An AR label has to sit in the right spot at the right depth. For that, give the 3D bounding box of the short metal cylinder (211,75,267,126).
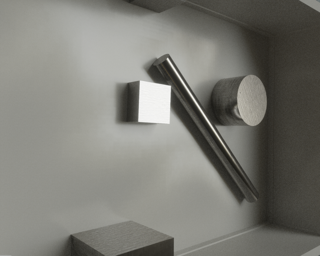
[{"bbox_3d":[0.128,-0.043,0.501,0.081,0.050,0.079,0,90,-40],"label":"short metal cylinder"}]

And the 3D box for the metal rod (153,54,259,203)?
[{"bbox_3d":[0.082,0.015,0.478,0.025,0.025,0.300,-53,121,-27],"label":"metal rod"}]

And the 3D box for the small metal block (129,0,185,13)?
[{"bbox_3d":[-0.004,-0.170,0.389,0.050,0.050,0.025,1,90,-40],"label":"small metal block"}]

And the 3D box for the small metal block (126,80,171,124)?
[{"bbox_3d":[-0.014,-0.031,0.397,0.050,0.025,0.050,3,88,-40],"label":"small metal block"}]

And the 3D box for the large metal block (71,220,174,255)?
[{"bbox_3d":[-0.042,0.143,0.338,0.081,0.080,0.050,0,90,-40],"label":"large metal block"}]
